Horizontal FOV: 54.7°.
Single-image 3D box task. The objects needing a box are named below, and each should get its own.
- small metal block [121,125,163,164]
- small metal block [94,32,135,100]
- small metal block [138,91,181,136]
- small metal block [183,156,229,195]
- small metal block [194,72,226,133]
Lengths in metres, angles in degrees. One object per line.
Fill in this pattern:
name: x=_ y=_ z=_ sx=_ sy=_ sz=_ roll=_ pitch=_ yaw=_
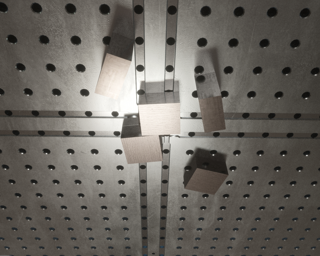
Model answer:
small metal block: x=-0.024 y=0.022 z=0.430 sx=0.050 sy=0.025 sz=0.050 roll=-6 pitch=130 yaw=4
small metal block: x=-0.049 y=-0.068 z=0.337 sx=0.025 sy=0.050 sz=0.050 roll=17 pitch=128 yaw=-14
small metal block: x=0.000 y=-0.018 z=0.396 sx=0.050 sy=0.025 sz=0.050 roll=-3 pitch=130 yaw=1
small metal block: x=0.069 y=0.073 z=0.475 sx=0.050 sy=0.025 sz=0.050 roll=14 pitch=129 yaw=-12
small metal block: x=0.060 y=-0.031 z=0.370 sx=0.025 sy=0.050 sz=0.050 roll=-10 pitch=130 yaw=8
